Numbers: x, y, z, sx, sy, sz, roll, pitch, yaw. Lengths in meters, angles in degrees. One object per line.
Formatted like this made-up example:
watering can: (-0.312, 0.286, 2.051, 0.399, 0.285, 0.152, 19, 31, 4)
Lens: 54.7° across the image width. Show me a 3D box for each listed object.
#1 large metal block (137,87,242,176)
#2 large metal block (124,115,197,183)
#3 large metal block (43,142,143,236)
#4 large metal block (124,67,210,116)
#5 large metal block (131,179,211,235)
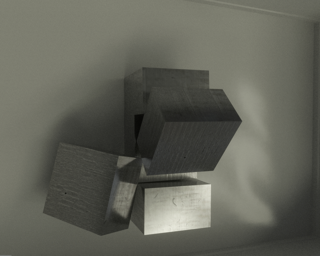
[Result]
large metal block: (0.027, 0.004, 0.331, 0.081, 0.079, 0.050, -1, 46, -21)
large metal block: (0.000, 0.024, 0.398, 0.081, 0.050, 0.079, -1, 90, -20)
large metal block: (-0.073, 0.064, 0.345, 0.050, 0.080, 0.080, 20, 82, -63)
large metal block: (0.006, -0.041, 0.382, 0.081, 0.080, 0.050, -1, 91, -20)
large metal block: (0.007, 0.090, 0.383, 0.081, 0.080, 0.050, 0, 90, -20)
